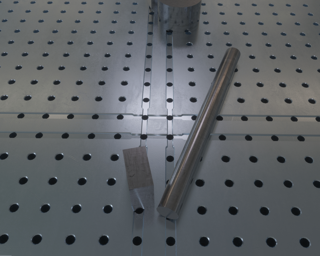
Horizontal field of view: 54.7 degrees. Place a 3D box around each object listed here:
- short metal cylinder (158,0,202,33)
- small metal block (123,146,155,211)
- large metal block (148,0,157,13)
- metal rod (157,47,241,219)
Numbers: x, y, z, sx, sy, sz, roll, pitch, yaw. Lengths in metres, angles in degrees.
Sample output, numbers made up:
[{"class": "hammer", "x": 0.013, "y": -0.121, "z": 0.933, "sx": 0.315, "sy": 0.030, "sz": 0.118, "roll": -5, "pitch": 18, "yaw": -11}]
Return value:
[{"class": "short metal cylinder", "x": 0.036, "y": -0.223, "z": 0.579, "sx": 0.081, "sy": 0.050, "sz": 0.080, "roll": 0, "pitch": 50, "yaw": 0}, {"class": "small metal block", "x": -0.024, "y": 0.056, "z": 0.344, "sx": 0.025, "sy": 0.050, "sz": 0.050, "roll": -9, "pitch": 51, "yaw": -8}, {"class": "large metal block", "x": 0.015, "y": -0.282, "z": 0.629, "sx": 0.081, "sy": 0.050, "sz": 0.080, "roll": -8, "pitch": 51, "yaw": -7}, {"class": "metal rod", "x": 0.064, "y": -0.016, "z": 0.421, "sx": 0.025, "sy": 0.025, "sz": 0.301, "roll": 17, "pitch": 52, "yaw": 14}]
